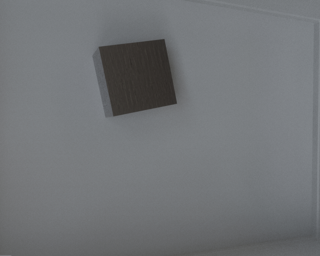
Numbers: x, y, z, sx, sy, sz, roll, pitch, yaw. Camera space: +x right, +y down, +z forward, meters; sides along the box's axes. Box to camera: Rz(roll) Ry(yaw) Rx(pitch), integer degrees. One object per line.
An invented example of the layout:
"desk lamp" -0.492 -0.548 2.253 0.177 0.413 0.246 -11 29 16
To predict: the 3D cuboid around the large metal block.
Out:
"large metal block" -0.032 -0.060 0.386 0.081 0.050 0.079 -13 95 -20
